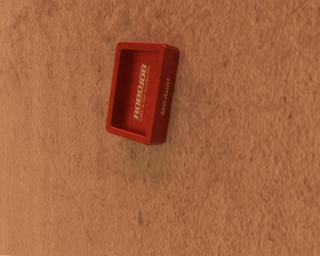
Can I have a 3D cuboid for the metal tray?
[{"bbox_3d":[-0.027,-0.049,0.424,0.090,0.030,0.129,15,100,39],"label":"metal tray"}]
